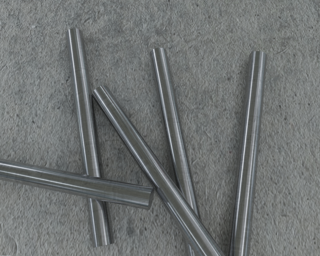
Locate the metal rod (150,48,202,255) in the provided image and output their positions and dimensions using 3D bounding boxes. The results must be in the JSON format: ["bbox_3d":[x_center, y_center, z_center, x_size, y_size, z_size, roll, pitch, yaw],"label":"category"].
[{"bbox_3d":[0.022,0.030,0.397,0.025,0.025,0.299,-9,70,-3],"label":"metal rod"}]

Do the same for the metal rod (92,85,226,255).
[{"bbox_3d":[-0.001,0.061,0.366,0.025,0.025,0.300,-32,66,-11],"label":"metal rod"}]

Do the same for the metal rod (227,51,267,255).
[{"bbox_3d":[0.113,0.034,0.396,0.025,0.025,0.299,11,70,4],"label":"metal rod"}]

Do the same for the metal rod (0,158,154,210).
[{"bbox_3d":[-0.156,0.055,0.368,0.301,0.025,0.025,9,70,10],"label":"metal rod"}]

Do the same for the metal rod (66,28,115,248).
[{"bbox_3d":[-0.096,-0.002,0.407,0.025,0.025,0.299,-11,70,-4],"label":"metal rod"}]
